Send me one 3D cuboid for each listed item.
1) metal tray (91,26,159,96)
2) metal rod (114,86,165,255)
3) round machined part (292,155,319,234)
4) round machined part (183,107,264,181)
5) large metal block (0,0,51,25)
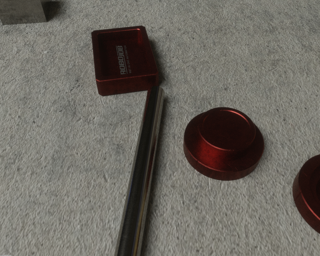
[{"bbox_3d":[-0.058,-0.111,0.492,0.091,0.030,0.130,-8,51,-7],"label":"metal tray"},{"bbox_3d":[-0.022,0.063,0.350,0.025,0.025,0.300,5,50,4],"label":"metal rod"},{"bbox_3d":[0.191,0.078,0.328,0.099,0.042,0.098,0,50,0],"label":"round machined part"},{"bbox_3d":[0.079,0.012,0.383,0.099,0.042,0.098,0,50,0],"label":"round machined part"},{"bbox_3d":[-0.259,-0.243,0.589,0.081,0.050,0.080,-5,50,-5],"label":"large metal block"}]
